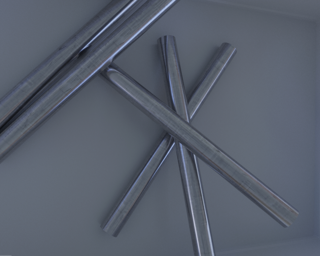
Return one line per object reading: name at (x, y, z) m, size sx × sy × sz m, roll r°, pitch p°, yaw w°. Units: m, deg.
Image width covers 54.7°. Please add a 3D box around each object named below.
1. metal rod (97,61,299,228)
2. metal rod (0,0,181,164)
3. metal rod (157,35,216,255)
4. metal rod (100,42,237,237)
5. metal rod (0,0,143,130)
metal rod at (0.031, 0.008, 0.364) m, size 0.300 × 0.025 × 0.025 m, roll 39°, pitch 77°, yaw 6°
metal rod at (-0.078, -0.070, 0.352) m, size 0.300 × 0.025 × 0.025 m, roll -43°, pitch 104°, yaw -4°
metal rod at (0.032, 0.027, 0.387) m, size 0.025 × 0.025 × 0.299 m, roll -6°, pitch 79°, yaw -20°
metal rod at (0.018, 0.007, 0.416) m, size 0.025 × 0.025 × 0.300 m, roll 37°, pitch 78°, yaw -16°
metal rod at (-0.129, -0.067, 0.362) m, size 0.025 × 0.025 × 0.301 m, roll 46°, pitch 76°, yaw -14°
